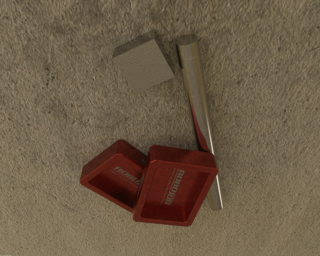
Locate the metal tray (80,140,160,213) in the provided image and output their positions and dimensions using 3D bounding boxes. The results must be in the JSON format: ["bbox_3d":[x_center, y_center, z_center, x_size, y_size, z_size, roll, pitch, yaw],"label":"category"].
[{"bbox_3d":[-0.042,0.082,0.472,0.090,0.030,0.130,-36,122,26],"label":"metal tray"}]

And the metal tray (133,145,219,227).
[{"bbox_3d":[0.017,0.086,0.438,0.091,0.030,0.129,9,127,-11],"label":"metal tray"}]

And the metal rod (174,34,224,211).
[{"bbox_3d":[0.061,0.017,0.422,0.025,0.025,0.299,-10,130,8],"label":"metal rod"}]

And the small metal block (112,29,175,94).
[{"bbox_3d":[-0.017,-0.073,0.345,0.050,0.025,0.050,-21,127,17],"label":"small metal block"}]
